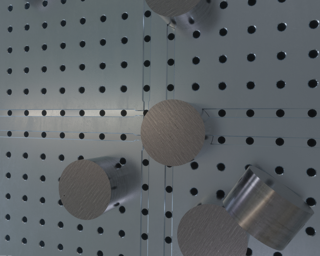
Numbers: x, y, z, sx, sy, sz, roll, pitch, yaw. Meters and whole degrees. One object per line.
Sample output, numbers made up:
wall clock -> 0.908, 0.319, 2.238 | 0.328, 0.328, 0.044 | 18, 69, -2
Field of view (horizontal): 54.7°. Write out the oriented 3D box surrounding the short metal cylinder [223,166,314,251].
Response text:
short metal cylinder -> 0.118, 0.086, 0.342 | 0.080, 0.080, 0.050 | 37, 102, 16

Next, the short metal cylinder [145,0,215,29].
short metal cylinder -> 0.025, -0.172, 0.390 | 0.080, 0.050, 0.079 | 0, 90, 20

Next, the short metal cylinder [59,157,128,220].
short metal cylinder -> -0.091, 0.081, 0.432 | 0.080, 0.050, 0.079 | 0, 90, 20

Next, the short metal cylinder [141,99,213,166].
short metal cylinder -> 0.023, 0.006, 0.391 | 0.080, 0.050, 0.079 | 0, 90, 20

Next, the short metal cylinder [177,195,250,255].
short metal cylinder -> 0.067, 0.126, 0.376 | 0.080, 0.050, 0.079 | 0, 90, 20
